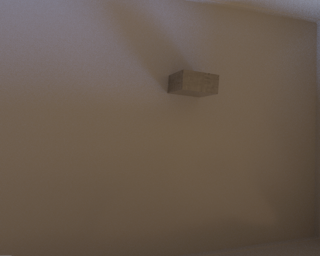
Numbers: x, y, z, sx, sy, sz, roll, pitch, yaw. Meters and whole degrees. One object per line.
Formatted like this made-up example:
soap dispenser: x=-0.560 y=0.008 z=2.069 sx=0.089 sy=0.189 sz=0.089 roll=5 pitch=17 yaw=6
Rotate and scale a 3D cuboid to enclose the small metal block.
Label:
small metal block: x=0.043 y=-0.058 z=0.413 sx=0.050 sy=0.050 sz=0.025 roll=5 pitch=89 yaw=-20
